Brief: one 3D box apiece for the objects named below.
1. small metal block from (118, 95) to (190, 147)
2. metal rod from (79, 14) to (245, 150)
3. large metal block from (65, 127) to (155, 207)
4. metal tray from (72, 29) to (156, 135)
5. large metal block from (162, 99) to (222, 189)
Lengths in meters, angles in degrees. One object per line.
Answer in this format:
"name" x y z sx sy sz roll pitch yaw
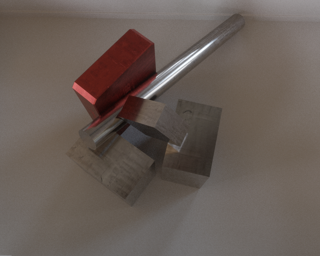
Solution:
"small metal block" -0.005 -0.007 0.319 0.050 0.050 0.025 17 77 39
"metal rod" 0.022 -0.074 0.388 0.025 0.025 0.302 40 57 13
"large metal block" -0.053 0.044 0.364 0.080 0.080 0.050 35 74 11
"metal tray" -0.045 -0.044 0.367 0.030 0.130 0.090 38 75 13
"large metal block" 0.036 0.022 0.372 0.050 0.080 0.080 13 71 4
